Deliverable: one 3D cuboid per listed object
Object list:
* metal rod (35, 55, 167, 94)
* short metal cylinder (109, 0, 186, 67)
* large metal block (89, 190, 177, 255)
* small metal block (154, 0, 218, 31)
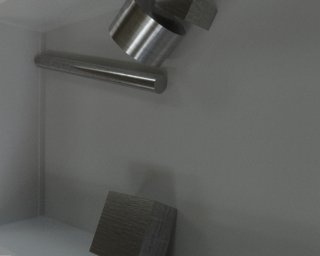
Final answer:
[{"bbox_3d":[-0.112,-0.092,0.496,0.300,0.025,0.025,17,101,38],"label":"metal rod"},{"bbox_3d":[-0.015,-0.121,0.382,0.050,0.081,0.080,-48,62,29],"label":"short metal cylinder"},{"bbox_3d":[-0.034,0.131,0.398,0.080,0.050,0.080,1,67,39],"label":"large metal block"},{"bbox_3d":[0.031,-0.140,0.364,0.050,0.050,0.025,38,113,33],"label":"small metal block"}]
